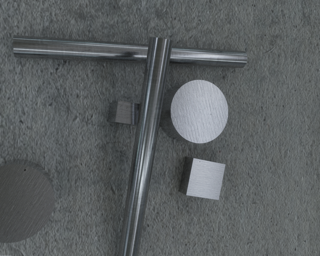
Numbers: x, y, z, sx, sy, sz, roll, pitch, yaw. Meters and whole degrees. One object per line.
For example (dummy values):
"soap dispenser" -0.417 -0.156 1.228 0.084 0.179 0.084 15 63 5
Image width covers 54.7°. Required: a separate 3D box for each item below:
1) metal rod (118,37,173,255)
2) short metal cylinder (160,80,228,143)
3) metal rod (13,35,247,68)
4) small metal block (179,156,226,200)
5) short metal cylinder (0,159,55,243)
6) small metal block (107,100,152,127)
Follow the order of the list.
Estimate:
"metal rod" -0.022 0.049 0.361 0.025 0.025 0.298 5 103 -20
"short metal cylinder" 0.042 -0.021 0.411 0.081 0.050 0.079 0 90 -20
"metal rod" -0.022 -0.096 0.400 0.303 0.025 0.025 -2 91 -20
"small metal block" 0.058 0.070 0.431 0.050 0.025 0.050 13 86 -20
"short metal cylinder" -0.158 0.076 0.338 0.081 0.050 0.079 0 90 -20
"small metal block" -0.034 -0.016 0.383 0.050 0.050 0.025 8 88 -20
